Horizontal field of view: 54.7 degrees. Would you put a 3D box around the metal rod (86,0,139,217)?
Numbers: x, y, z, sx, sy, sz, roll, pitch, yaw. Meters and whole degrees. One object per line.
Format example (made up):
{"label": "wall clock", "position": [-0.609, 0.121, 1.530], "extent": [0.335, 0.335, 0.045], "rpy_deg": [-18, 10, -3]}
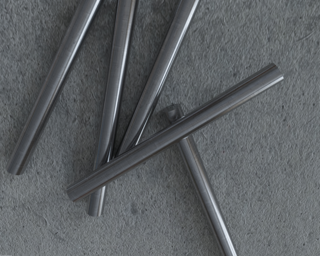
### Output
{"label": "metal rod", "position": [-0.065, -0.015, 0.403], "extent": [0.025, 0.025, 0.298], "rpy_deg": [11, 110, -4]}

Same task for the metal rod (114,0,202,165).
{"label": "metal rod", "position": [0.003, -0.078, 0.381], "extent": [0.025, 0.025, 0.298], "rpy_deg": [21, 109, -8]}

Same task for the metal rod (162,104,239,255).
{"label": "metal rod", "position": [0.070, 0.104, 0.449], "extent": [0.025, 0.025, 0.299], "rpy_deg": [-21, 109, 7]}

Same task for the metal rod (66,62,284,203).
{"label": "metal rod", "position": [0.010, 0.011, 0.386], "extent": [0.300, 0.025, 0.025], "rpy_deg": [-31, 108, 10]}

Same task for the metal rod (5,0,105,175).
{"label": "metal rod", "position": [-0.127, -0.065, 0.384], "extent": [0.025, 0.025, 0.298], "rpy_deg": [28, 107, -10]}
